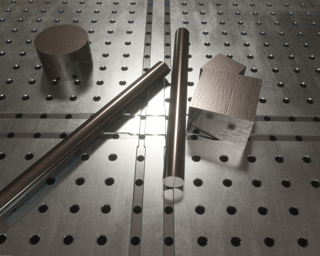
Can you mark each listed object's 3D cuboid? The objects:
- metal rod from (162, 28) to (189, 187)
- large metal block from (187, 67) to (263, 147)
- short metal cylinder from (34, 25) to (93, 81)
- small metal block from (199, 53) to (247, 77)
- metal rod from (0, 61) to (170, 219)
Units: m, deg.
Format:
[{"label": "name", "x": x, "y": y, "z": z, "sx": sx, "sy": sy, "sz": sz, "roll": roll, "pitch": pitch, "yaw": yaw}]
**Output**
[{"label": "metal rod", "x": 0.027, "y": -0.052, "z": 0.451, "sx": 0.025, "sy": 0.025, "sz": 0.300, "roll": 4, "pitch": 50, "yaw": 3}, {"label": "large metal block", "x": 0.087, "y": -0.030, "z": 0.418, "sx": 0.080, "sy": 0.050, "sz": 0.080, "roll": 15, "pitch": 51, "yaw": 11}, {"label": "short metal cylinder", "x": -0.150, "y": -0.120, "z": 0.490, "sx": 0.081, "sy": 0.050, "sz": 0.080, "roll": 0, "pitch": 50, "yaw": 0}, {"label": "small metal block", "x": 0.097, "y": -0.085, "z": 0.480, "sx": 0.050, "sy": 0.025, "sz": 0.050, "roll": 35, "pitch": 58, "yaw": 25}, {"label": "metal rod", "x": -0.086, "y": -0.003, "z": 0.408, "sx": 0.025, "sy": 0.025, "sz": 0.301, "roll": 30, "pitch": 56, "yaw": 22}]
